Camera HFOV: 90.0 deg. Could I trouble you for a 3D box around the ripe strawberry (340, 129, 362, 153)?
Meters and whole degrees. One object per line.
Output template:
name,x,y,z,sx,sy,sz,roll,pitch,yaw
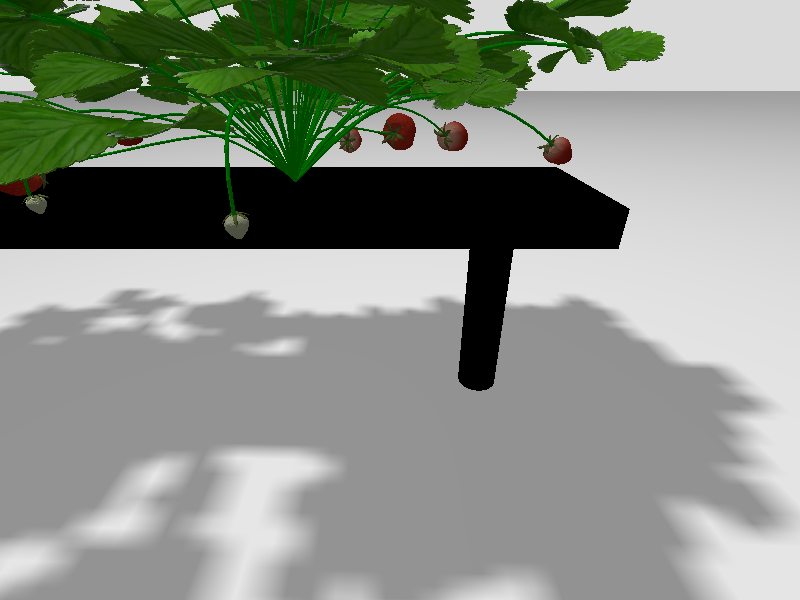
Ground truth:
ripe strawberry,-0.057,-0.188,0.469,0.025,0.029,0.027,6,29,11

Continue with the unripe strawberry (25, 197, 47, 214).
unripe strawberry,-0.225,-0.059,0.249,0.010,0.011,0.012,-20,35,-32

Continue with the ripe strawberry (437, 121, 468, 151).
ripe strawberry,0.064,-0.193,0.471,0.038,0.032,0.038,26,32,38

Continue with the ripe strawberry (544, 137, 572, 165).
ripe strawberry,0.160,-0.148,0.401,0.029,0.025,0.029,22,19,-27

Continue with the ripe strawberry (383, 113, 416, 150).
ripe strawberry,0.002,-0.210,0.500,0.040,0.043,0.043,13,31,22

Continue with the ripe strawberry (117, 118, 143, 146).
ripe strawberry,-0.348,-0.212,0.508,0.037,0.031,0.037,25,10,38

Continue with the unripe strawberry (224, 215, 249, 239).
unripe strawberry,-0.075,-0.034,0.185,0.011,0.011,0.011,-2,29,-4

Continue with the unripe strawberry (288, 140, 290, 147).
unripe strawberry,-0.125,-0.177,0.457,0.011,0.011,0.010,-7,30,-13

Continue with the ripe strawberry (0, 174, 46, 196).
ripe strawberry,-0.296,-0.099,0.299,0.043,0.042,0.040,-6,30,-10
